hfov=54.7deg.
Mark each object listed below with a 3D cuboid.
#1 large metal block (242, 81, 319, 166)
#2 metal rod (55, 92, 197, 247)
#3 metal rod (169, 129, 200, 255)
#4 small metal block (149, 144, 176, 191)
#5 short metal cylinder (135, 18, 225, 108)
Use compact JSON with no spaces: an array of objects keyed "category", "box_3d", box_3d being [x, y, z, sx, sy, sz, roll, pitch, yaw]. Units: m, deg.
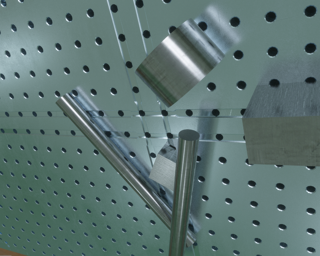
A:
[{"category":"large metal block","box_3d":[0.132,-0.007,0.302,0.080,0.080,0.050,-1,118,28]},{"category":"metal rod","box_3d":[-0.048,0.069,0.476,0.025,0.025,0.300,-35,100,38]},{"category":"metal rod","box_3d":[0.029,0.134,0.444,0.025,0.025,0.298,15,124,19]},{"category":"small metal block","box_3d":[0.017,0.058,0.437,0.050,0.025,0.050,28,128,10]},{"category":"short metal cylinder","box_3d":[0.020,-0.066,0.323,0.050,0.080,0.080,47,129,-5]}]
